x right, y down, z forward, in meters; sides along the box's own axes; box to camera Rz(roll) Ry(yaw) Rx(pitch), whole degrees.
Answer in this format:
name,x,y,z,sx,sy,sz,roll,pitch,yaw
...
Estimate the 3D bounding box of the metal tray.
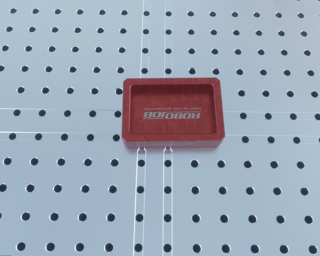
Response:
name,x,y,z,sx,sy,sz,roll,pitch,yaw
metal tray,0.016,-0.021,0.416,0.131,0.030,0.090,-1,70,-1
